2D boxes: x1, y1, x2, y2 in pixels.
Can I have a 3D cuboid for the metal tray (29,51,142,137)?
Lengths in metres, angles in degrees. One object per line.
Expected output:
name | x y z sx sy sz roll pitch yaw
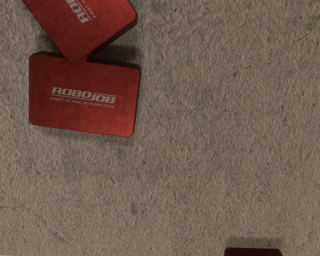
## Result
metal tray | -0.093 -0.042 0.390 0.131 0.030 0.089 7 110 -4

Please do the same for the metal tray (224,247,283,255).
metal tray | 0.147 0.258 0.504 0.091 0.030 0.129 2 110 -2

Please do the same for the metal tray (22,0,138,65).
metal tray | -0.096 -0.146 0.335 0.090 0.030 0.130 -35 98 3
